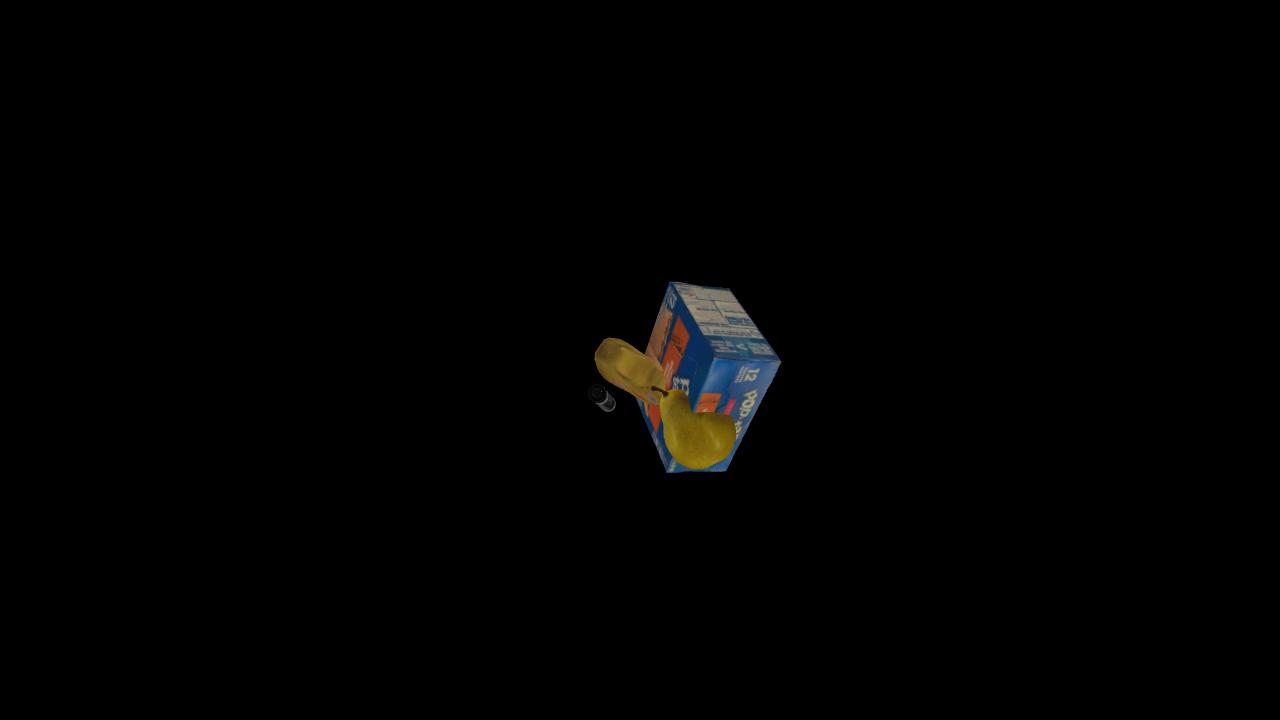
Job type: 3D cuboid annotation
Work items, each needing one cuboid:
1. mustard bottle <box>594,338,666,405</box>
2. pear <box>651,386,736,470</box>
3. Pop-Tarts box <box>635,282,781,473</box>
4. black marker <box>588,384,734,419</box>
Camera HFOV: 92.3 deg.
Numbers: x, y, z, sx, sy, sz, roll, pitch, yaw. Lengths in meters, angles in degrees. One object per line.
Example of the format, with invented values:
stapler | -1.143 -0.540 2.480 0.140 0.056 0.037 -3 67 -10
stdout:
mustard bottle | 0.031 0.038 0.730 0.184 0.054 0.092 31 -14 37
pear | 0.054 0.060 0.655 0.080 0.111 0.080 -25 24 12
Pop-Tarts box | 0.066 0.020 0.699 0.083 0.167 0.141 1 39 -23
black marker | -0.041 0.043 0.677 0.020 0.020 0.121 0 -10 3
